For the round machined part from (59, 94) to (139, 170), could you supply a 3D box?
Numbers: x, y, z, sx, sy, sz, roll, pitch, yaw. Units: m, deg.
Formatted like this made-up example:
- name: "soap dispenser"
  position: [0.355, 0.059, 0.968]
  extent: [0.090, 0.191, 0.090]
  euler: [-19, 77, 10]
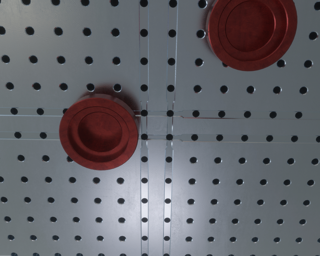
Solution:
- name: "round machined part"
  position: [-0.076, 0.002, 0.405]
  extent: [0.099, 0.042, 0.097]
  euler: [0, 110, 0]

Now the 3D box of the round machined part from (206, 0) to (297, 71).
- name: "round machined part"
  position: [0.102, -0.118, 0.361]
  extent: [0.099, 0.042, 0.097]
  euler: [0, 110, 0]
